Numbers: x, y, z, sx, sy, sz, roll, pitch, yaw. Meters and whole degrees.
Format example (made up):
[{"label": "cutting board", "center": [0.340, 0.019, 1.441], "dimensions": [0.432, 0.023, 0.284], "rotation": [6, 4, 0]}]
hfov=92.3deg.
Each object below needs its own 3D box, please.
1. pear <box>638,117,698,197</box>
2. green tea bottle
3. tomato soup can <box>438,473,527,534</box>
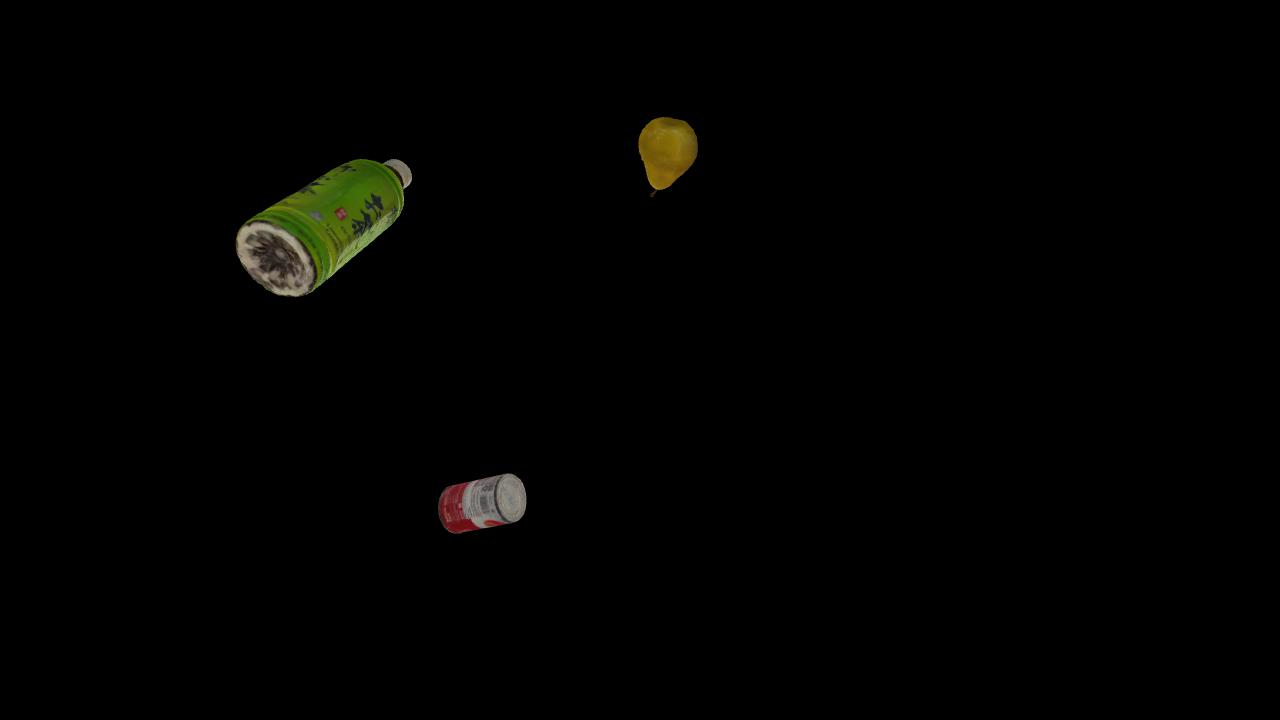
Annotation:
[{"label": "pear", "center": [0.035, -0.265, 0.830], "dimensions": [0.080, 0.111, 0.080], "rotation": [3, 40, -3]}, {"label": "green tea bottle", "center": [-0.272, -0.137, 0.566], "dimensions": [0.073, 0.073, 0.212], "rotation": [0, 35, 8]}, {"label": "tomato soup can", "center": [-0.214, 0.195, 0.839], "dimensions": [0.101, 0.068, 0.068], "rotation": [-17, -7, 23]}]
